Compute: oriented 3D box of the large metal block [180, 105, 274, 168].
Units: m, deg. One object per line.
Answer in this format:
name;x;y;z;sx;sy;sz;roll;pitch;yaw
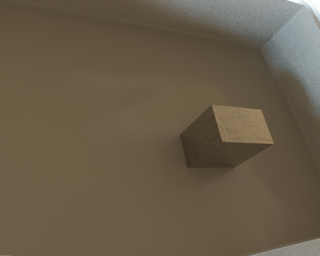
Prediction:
large metal block;0.085;0.014;0.409;0.081;0.080;0.050;3;60;-27
